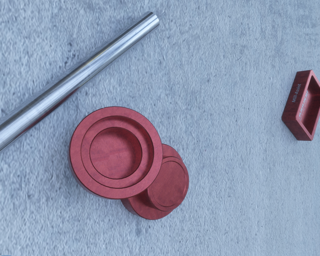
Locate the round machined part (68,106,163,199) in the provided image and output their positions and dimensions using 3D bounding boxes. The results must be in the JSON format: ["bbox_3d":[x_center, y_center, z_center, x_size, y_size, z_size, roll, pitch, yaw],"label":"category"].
[{"bbox_3d":[-0.050,0.029,0.339,0.099,0.042,0.098,5,75,-20],"label":"round machined part"}]

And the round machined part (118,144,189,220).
[{"bbox_3d":[-0.001,0.068,0.395,0.099,0.042,0.097,0,90,-40],"label":"round machined part"}]

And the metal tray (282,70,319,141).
[{"bbox_3d":[0.312,-0.048,0.667,0.090,0.030,0.130,41,65,-33],"label":"metal tray"}]

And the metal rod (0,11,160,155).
[{"bbox_3d":[-0.100,-0.042,0.322,0.301,0.025,0.025,-47,119,-30],"label":"metal rod"}]
